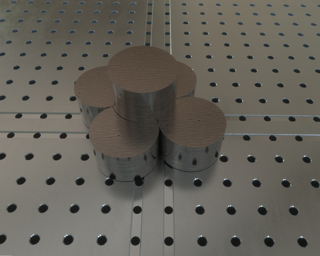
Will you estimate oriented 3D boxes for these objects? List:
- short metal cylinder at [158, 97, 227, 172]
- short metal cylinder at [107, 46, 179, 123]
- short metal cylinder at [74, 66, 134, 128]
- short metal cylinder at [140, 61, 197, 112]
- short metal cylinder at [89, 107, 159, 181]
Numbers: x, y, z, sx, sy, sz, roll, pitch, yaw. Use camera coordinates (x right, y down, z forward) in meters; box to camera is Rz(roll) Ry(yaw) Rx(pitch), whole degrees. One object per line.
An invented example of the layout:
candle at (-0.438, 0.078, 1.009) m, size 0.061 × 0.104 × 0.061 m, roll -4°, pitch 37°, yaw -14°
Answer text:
short metal cylinder at (0.038, 0.007, 0.385) m, size 0.081 × 0.050 × 0.080 m, roll 0°, pitch 50°, yaw 0°
short metal cylinder at (-0.020, -0.053, 0.368) m, size 0.081 × 0.050 × 0.080 m, roll 1°, pitch 51°, yaw -1°
short metal cylinder at (-0.071, -0.040, 0.423) m, size 0.081 × 0.050 × 0.080 m, roll 0°, pitch 50°, yaw 0°
short metal cylinder at (0.009, -0.051, 0.433) m, size 0.081 × 0.050 × 0.080 m, roll 0°, pitch 50°, yaw 0°
short metal cylinder at (-0.041, 0.017, 0.375) m, size 0.081 × 0.050 × 0.080 m, roll 0°, pitch 50°, yaw 0°
